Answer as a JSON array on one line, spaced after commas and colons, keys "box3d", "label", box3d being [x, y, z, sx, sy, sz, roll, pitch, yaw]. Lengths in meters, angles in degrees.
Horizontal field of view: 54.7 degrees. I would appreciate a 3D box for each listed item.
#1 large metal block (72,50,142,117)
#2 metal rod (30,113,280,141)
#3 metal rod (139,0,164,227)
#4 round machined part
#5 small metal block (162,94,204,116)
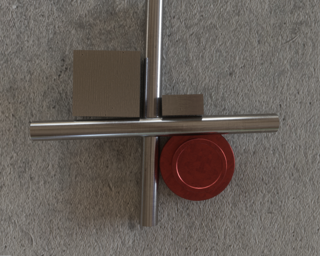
[{"box3d": [-0.064, -0.054, 0.397, 0.081, 0.050, 0.079, 1, 90, -1], "label": "large metal block"}, {"box3d": [-0.002, -0.001, 0.386, 0.302, 0.025, 0.025, -2, 90, -5], "label": "metal rod"}, {"box3d": [-0.011, -0.022, 0.411, 0.025, 0.025, 0.298, 2, 90, -1], "label": "metal rod"}, {"box3d": [0.049, 0.047, 0.402, 0.099, 0.042, 0.097, 0, 90, -1], "label": "round machined part"}, {"box3d": [0.028, -0.028, 0.399, 0.050, 0.050, 0.025, -1, 90, -1], "label": "small metal block"}]
